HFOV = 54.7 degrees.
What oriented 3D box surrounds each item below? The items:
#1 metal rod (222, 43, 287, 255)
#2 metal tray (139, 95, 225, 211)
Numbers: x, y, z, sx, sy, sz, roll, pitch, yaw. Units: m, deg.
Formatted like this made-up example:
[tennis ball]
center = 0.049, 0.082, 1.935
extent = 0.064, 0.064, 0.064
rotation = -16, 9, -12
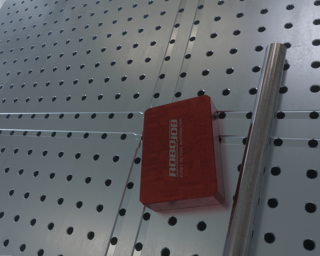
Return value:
[metal rod]
center = 0.103, 0.032, 0.334
extent = 0.025, 0.025, 0.300
rotation = 5, 64, 30
[metal tray]
center = 0.025, 0.029, 0.375
extent = 0.090, 0.030, 0.130
rotation = -12, 56, 21
